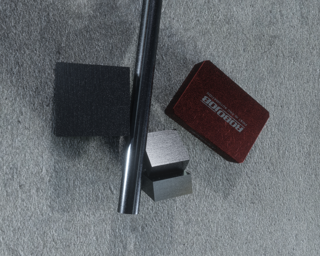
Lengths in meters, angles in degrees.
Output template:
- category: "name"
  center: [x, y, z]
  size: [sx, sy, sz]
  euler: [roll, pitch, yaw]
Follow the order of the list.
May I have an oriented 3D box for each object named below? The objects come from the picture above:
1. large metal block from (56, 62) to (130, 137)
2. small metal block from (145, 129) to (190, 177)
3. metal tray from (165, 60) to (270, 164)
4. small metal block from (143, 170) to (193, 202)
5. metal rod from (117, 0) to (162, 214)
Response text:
- category: "large metal block"
  center: [-0.081, -0.031, 0.366]
  size: [0.081, 0.050, 0.079]
  euler: [0, 90, -20]
- category: "small metal block"
  center: [0.004, 0.031, 0.398]
  size: [0.050, 0.025, 0.050]
  euler: [-8, 54, -21]
- category: "metal tray"
  center: [0.084, -0.021, 0.439]
  size: [0.130, 0.030, 0.090]
  euler: [37, 78, -17]
- category: "small metal block"
  center: [0.007, 0.070, 0.398]
  size: [0.050, 0.050, 0.025]
  euler: [-8, 99, -20]
- category: "metal rod"
  center: [-0.022, -0.048, 0.385]
  size: [0.025, 0.025, 0.298]
  euler: [9, 81, -20]
